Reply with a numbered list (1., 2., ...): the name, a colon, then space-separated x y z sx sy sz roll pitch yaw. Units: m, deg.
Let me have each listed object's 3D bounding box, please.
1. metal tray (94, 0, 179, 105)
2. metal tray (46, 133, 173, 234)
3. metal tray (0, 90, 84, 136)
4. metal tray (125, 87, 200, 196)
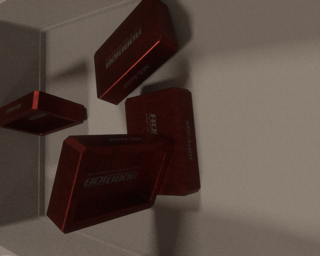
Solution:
1. metal tray: -0.038 -0.102 0.416 0.130 0.030 0.090 -36 50 33
2. metal tray: -0.048 0.053 0.337 0.030 0.131 0.089 27 107 36
3. metal tray: -0.203 -0.020 0.523 0.130 0.090 0.030 -14 68 37
4. metal tray: 0.001 0.019 0.401 0.090 0.030 0.129 -8 85 39
